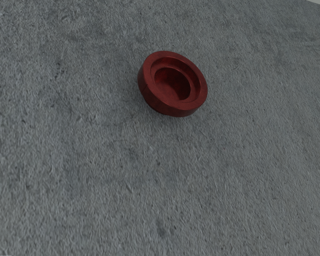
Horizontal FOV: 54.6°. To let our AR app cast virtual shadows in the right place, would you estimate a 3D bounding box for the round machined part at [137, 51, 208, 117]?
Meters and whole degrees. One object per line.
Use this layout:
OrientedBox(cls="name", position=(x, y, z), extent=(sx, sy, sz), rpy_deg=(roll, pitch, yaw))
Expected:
OrientedBox(cls="round machined part", position=(0.014, -0.057, 0.434), extent=(0.099, 0.042, 0.098), rpy_deg=(13, 56, -21))
